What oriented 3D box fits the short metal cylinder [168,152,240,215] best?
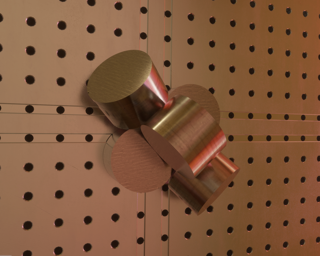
[{"bbox_3d":[0.057,0.065,0.398,0.080,0.080,0.050,-42,68,-15],"label":"short metal cylinder"}]

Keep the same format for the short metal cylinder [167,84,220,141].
[{"bbox_3d":[0.032,-0.016,0.411,0.081,0.050,0.079,0,90,-21],"label":"short metal cylinder"}]

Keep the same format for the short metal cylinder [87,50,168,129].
[{"bbox_3d":[-0.037,-0.045,0.363,0.080,0.080,0.050,-48,139,-14],"label":"short metal cylinder"}]

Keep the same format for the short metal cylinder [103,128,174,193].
[{"bbox_3d":[-0.027,0.037,0.390,0.081,0.050,0.079,0,90,-21],"label":"short metal cylinder"}]

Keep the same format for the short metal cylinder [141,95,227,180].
[{"bbox_3d":[0.025,0.010,0.339,0.050,0.080,0.080,-43,104,-15],"label":"short metal cylinder"}]
